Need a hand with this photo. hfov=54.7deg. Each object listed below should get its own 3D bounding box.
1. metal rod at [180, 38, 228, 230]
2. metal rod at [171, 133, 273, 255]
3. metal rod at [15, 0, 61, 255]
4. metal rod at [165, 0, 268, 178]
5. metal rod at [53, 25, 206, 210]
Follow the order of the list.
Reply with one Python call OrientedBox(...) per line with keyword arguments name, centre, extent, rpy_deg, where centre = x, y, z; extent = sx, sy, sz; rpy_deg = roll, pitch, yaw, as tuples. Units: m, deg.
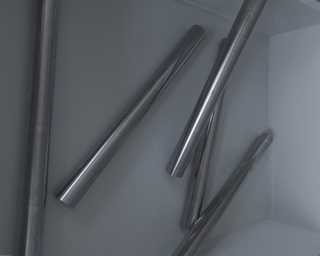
OrientedBox(name="metal rod", centre=(0.076, 0.002, 0.473), extent=(0.025, 0.025, 0.299), rpy_deg=(23, 75, -38))
OrientedBox(name="metal rod", centre=(0.110, 0.094, 0.480), extent=(0.302, 0.025, 0.025), rpy_deg=(-40, 115, -40))
OrientedBox(name="metal rod", centre=(-0.120, -0.015, 0.307), extent=(0.025, 0.025, 0.298), rpy_deg=(5, 87, -40))
OrientedBox(name="metal rod", centre=(0.078, -0.070, 0.390), extent=(0.025, 0.025, 0.298), rpy_deg=(11, 109, -40))
OrientedBox(name="metal rod", centre=(-0.022, -0.031, 0.389), extent=(0.025, 0.025, 0.301), rpy_deg=(51, 60, -28))
